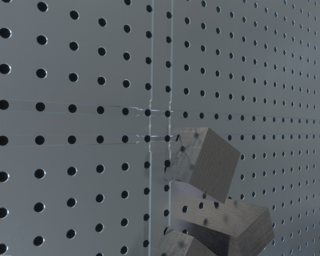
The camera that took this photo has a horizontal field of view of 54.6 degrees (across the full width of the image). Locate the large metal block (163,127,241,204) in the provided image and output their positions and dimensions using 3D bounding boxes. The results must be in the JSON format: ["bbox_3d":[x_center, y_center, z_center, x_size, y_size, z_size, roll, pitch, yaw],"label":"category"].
[{"bbox_3d":[0.062,0.053,0.444,0.080,0.050,0.080,35,69,-35],"label":"large metal block"}]

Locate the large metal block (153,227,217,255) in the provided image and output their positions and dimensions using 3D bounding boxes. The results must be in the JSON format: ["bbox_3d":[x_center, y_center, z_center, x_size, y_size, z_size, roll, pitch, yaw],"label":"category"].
[{"bbox_3d":[0.032,0.195,0.419,0.080,0.050,0.080,46,63,-30],"label":"large metal block"}]

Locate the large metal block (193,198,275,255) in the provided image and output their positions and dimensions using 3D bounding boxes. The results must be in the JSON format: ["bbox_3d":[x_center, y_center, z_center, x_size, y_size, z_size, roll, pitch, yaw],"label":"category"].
[{"bbox_3d":[0.110,0.153,0.465,0.081,0.080,0.050,-25,106,-37],"label":"large metal block"}]
